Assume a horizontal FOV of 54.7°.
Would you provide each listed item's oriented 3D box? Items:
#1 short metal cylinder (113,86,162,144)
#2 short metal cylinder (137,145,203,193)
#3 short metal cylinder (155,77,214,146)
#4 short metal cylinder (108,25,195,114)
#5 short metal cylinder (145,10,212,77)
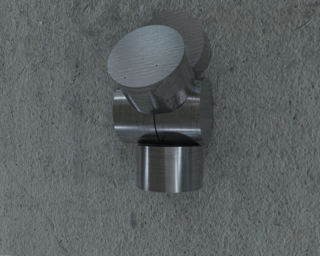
[{"bbox_3d":[-0.017,-0.020,0.387,0.050,0.080,0.079,1,90,19],"label":"short metal cylinder"},{"bbox_3d":[0.012,0.045,0.376,0.080,0.080,0.050,0,90,19],"label":"short metal cylinder"},{"bbox_3d":[0.032,-0.019,0.369,0.050,0.080,0.079,0,90,20],"label":"short metal cylinder"},{"bbox_3d":[-0.008,-0.061,0.329,0.080,0.050,0.080,-8,59,14],"label":"short metal cylinder"},{"bbox_3d":[0.020,-0.099,0.390,0.080,0.050,0.079,0,90,19],"label":"short metal cylinder"}]
